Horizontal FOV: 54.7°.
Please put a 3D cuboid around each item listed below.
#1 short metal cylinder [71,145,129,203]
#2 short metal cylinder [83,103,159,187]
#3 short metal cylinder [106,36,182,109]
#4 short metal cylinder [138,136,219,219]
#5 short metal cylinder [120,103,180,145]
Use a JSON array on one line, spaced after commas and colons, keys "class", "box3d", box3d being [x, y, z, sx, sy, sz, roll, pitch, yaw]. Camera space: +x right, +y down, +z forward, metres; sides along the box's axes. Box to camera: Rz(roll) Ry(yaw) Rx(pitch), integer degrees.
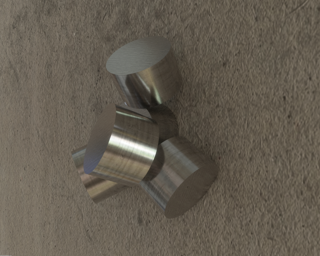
[{"class": "short metal cylinder", "box3d": [-0.082, 0.058, 0.431, 0.080, 0.050, 0.080, 61, 169, 22]}, {"class": "short metal cylinder", "box3d": [-0.044, 0.019, 0.339, 0.080, 0.050, 0.080, -45, 33, 41]}, {"class": "short metal cylinder", "box3d": [-0.018, -0.069, 0.378, 0.080, 0.080, 0.050, 18, 145, 38]}, {"class": "short metal cylinder", "box3d": [0.020, 0.056, 0.354, 0.050, 0.081, 0.080, 42, 115, 32]}, {"class": "short metal cylinder", "box3d": [-0.022, 0.006, 0.408, 0.080, 0.050, 0.080, 0, 89, 39]}]
